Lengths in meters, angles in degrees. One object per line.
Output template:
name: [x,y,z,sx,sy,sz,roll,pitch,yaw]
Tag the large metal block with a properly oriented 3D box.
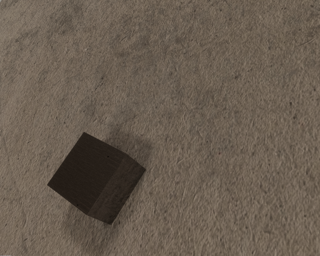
large metal block: [-0.079,0.062,0.390,0.080,0.050,0.080,22,73,35]
